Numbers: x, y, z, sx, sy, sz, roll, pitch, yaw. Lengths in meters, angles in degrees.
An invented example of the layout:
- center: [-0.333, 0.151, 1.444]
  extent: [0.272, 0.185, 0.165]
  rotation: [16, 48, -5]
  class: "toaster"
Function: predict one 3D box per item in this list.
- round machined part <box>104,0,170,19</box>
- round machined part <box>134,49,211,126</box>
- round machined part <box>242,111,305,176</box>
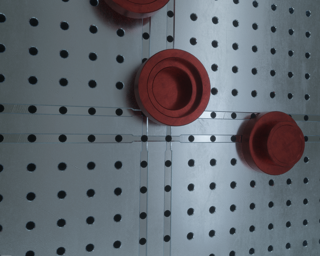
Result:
- center: [-0.033, -0.187, 0.391]
  extent: [0.099, 0.042, 0.097]
  rotation: [0, 90, -20]
  class: "round machined part"
- center: [0.013, -0.051, 0.408]
  extent: [0.099, 0.042, 0.097]
  rotation: [0, 90, -20]
  class: "round machined part"
- center: [0.177, 0.023, 0.468]
  extent: [0.099, 0.042, 0.097]
  rotation: [0, 90, -20]
  class: "round machined part"
